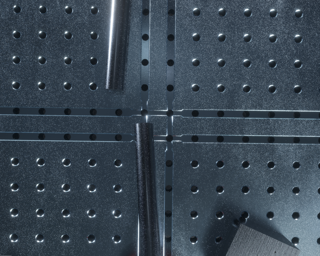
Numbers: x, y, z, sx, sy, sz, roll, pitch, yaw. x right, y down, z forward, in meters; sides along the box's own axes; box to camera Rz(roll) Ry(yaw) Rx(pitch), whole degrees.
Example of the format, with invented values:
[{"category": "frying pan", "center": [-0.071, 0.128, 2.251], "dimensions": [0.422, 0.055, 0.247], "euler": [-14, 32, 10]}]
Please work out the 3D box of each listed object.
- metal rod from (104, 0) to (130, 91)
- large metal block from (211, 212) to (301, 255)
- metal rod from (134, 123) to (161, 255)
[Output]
[{"category": "metal rod", "center": [-0.050, -0.199, 0.412], "dimensions": [0.025, 0.025, 0.298], "euler": [4, 90, 0]}, {"category": "large metal block", "center": [0.118, 0.169, 0.402], "dimensions": [0.080, 0.050, 0.080], "euler": [25, 90, 0]}, {"category": "metal rod", "center": [-0.012, 0.141, 0.379], "dimensions": [0.025, 0.025, 0.299], "euler": [-4, 77, 0]}]
